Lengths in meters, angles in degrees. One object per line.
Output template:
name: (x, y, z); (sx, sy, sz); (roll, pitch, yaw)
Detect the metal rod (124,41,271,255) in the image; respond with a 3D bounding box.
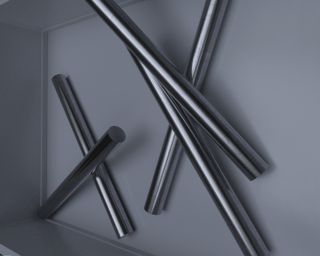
metal rod: (0.032, 0.008, 0.353); (0.025, 0.025, 0.299); (-37, 76, 34)

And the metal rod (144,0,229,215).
metal rod: (0.031, -0.030, 0.380); (0.025, 0.025, 0.298); (26, 106, 37)

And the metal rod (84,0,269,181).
metal rod: (0.005, -0.063, 0.344); (0.300, 0.025, 0.025); (48, 120, 8)

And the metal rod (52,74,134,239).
metal rod: (-0.116, 0.033, 0.502); (0.025, 0.025, 0.299); (-43, 64, 32)

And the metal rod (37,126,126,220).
metal rod: (-0.138, 0.085, 0.494); (0.299, 0.025, 0.025); (-43, 64, 40)
